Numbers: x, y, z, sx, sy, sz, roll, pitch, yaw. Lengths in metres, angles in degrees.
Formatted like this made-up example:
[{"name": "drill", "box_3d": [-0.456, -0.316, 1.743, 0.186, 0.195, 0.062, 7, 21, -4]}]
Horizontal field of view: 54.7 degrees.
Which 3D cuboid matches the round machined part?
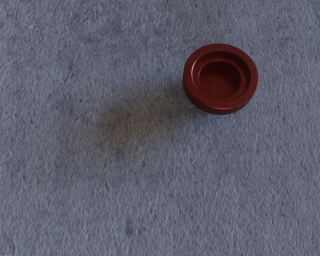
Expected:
[{"name": "round machined part", "box_3d": [0.080, -0.062, 0.423, 0.099, 0.042, 0.098, 0, 70, -1]}]
